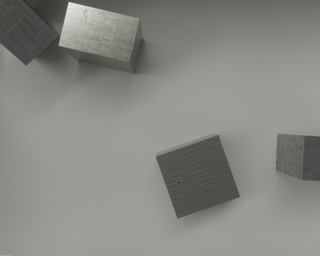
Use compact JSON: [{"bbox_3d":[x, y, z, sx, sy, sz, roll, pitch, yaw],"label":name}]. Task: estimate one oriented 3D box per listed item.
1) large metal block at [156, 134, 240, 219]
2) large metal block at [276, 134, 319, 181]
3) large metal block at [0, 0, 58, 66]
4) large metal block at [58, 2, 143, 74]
[{"bbox_3d":[0.046,0.059,0.399,0.080,0.050,0.080,-19,90,0],"label":"large metal block"},{"bbox_3d":[0.200,0.035,0.385,0.080,0.080,0.050,3,90,0],"label":"large metal block"},{"bbox_3d":[-0.173,-0.128,0.367,0.050,0.080,0.080,-44,122,0],"label":"large metal block"},{"bbox_3d":[-0.067,-0.107,0.383,0.080,0.080,0.050,13,90,0],"label":"large metal block"}]
